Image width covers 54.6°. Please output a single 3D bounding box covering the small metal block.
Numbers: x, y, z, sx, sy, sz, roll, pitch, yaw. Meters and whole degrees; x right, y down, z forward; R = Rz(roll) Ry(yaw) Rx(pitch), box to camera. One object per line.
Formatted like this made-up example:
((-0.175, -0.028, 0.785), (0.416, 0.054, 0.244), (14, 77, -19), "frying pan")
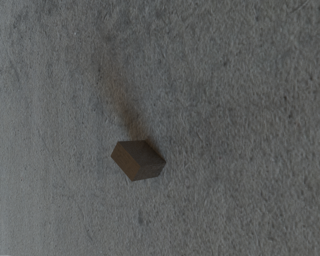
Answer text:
((-0.029, 0.042, 0.413), (0.050, 0.050, 0.025), (43, 116, 31), "small metal block")
